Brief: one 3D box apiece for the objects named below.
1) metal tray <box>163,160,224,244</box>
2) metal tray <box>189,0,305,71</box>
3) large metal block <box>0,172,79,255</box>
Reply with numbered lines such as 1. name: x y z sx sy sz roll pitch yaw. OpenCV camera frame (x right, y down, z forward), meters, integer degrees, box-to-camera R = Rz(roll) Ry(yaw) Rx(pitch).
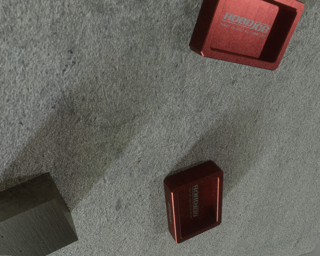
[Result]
1. metal tray: 0.057 0.124 0.510 0.091 0.030 0.129 -18 126 -18
2. metal tray: 0.109 -0.126 0.384 0.131 0.030 0.089 3 117 -30
3. large metal block: -0.156 0.112 0.375 0.081 0.050 0.080 -23 127 -15
